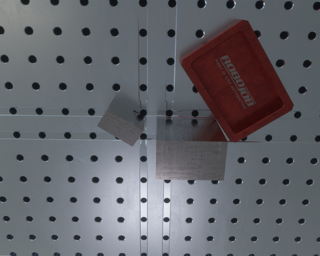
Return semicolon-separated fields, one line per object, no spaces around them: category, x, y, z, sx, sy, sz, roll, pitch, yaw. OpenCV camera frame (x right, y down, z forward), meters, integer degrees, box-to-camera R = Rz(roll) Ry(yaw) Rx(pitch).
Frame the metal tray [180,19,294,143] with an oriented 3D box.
metal tray;0.096;-0.057;0.390;0.090;0.030;0.130;-32;107;11

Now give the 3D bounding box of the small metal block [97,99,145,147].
small metal block;-0.048;-0.008;0.397;0.050;0.050;0.025;32;107;-11

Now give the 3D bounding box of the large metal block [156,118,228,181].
large metal block;0.036;0.024;0.393;0.081;0.080;0.050;1;110;-1
